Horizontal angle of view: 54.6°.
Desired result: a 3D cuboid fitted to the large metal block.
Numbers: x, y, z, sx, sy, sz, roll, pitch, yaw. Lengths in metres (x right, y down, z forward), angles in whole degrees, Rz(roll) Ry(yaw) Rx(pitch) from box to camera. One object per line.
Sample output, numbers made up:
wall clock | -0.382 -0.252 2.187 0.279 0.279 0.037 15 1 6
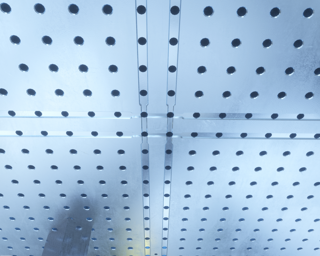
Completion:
large metal block | -0.173 0.224 0.565 0.050 0.080 0.080 33 123 -25
